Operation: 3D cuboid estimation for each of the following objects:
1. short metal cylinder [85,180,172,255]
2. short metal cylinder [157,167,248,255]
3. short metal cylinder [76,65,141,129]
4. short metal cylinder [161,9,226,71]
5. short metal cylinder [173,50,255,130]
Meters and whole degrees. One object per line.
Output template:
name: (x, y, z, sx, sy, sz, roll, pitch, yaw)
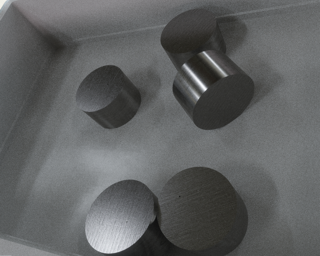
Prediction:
short metal cylinder: (-0.032, 0.103, 0.335, 0.080, 0.050, 0.080, -17, 45, 18)
short metal cylinder: (0.044, 0.086, 0.314, 0.080, 0.050, 0.080, -13, 56, 21)
short metal cylinder: (-0.075, -0.045, 0.457, 0.080, 0.050, 0.080, -13, 56, 21)
short metal cylinder: (0.048, -0.120, 0.439, 0.080, 0.050, 0.080, -13, 56, 21)
short metal cylinder: (0.062, -0.044, 0.365, 0.080, 0.080, 0.050, -36, 51, 4)
